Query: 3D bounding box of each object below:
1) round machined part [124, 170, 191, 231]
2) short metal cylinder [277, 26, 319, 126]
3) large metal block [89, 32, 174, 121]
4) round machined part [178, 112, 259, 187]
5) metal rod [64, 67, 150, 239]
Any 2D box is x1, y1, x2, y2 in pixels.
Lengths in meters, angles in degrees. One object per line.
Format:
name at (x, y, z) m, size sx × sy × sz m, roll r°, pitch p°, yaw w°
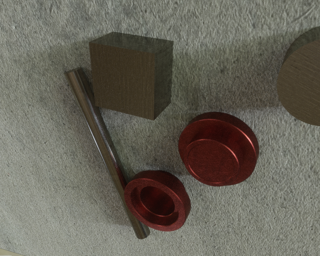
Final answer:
round machined part at (0.000, 0.102, 0.459) m, size 0.098 × 0.042 × 0.097 m, roll 13°, pitch 124°, yaw 21°
short metal cylinder at (0.152, -0.048, 0.281) m, size 0.080 × 0.050 × 0.079 m, roll 13°, pitch 124°, yaw 21°
large metal block at (-0.032, -0.063, 0.369) m, size 0.080 × 0.050 × 0.079 m, roll 15°, pitch 125°, yaw 20°
round machined part at (0.068, 0.033, 0.380) m, size 0.098 × 0.042 × 0.097 m, roll 13°, pitch 124°, yaw 21°
metal rod at (-0.074, 0.052, 0.477) m, size 0.025 × 0.025 × 0.298 m, roll -5°, pitch 116°, yaw 30°
